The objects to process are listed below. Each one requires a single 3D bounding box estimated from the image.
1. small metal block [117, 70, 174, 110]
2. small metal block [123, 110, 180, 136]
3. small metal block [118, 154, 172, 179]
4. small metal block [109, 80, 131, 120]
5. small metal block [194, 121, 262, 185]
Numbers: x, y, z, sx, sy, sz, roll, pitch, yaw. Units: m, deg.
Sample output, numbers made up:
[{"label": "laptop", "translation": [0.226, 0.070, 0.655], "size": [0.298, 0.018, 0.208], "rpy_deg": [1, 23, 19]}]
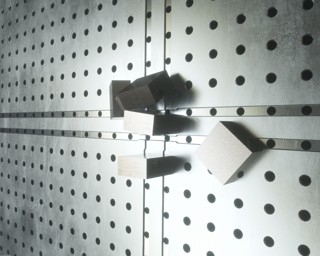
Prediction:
[{"label": "small metal block", "translation": [-0.018, -0.049, 0.401], "size": [0.050, 0.050, 0.025], "rpy_deg": [-10, 114, 35]}, {"label": "small metal block", "translation": [-0.011, -0.007, 0.400], "size": [0.050, 0.050, 0.025], "rpy_deg": [11, 99, 39]}, {"label": "small metal block", "translation": [-0.019, 0.049, 0.407], "size": [0.050, 0.050, 0.025], "rpy_deg": [0, 90, 39]}, {"label": "small metal block", "translation": [-0.056, -0.038, 0.437], "size": [0.050, 0.025, 0.050], "rpy_deg": [169, 99, -76]}, {"label": "small metal block", "translation": [0.075, 0.027, 0.347], "size": [0.050, 0.025, 0.050], "rpy_deg": [49, 118, 28]}]
